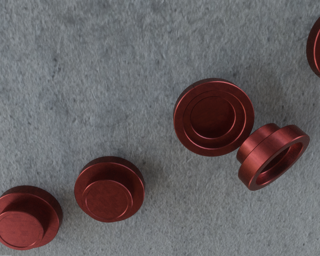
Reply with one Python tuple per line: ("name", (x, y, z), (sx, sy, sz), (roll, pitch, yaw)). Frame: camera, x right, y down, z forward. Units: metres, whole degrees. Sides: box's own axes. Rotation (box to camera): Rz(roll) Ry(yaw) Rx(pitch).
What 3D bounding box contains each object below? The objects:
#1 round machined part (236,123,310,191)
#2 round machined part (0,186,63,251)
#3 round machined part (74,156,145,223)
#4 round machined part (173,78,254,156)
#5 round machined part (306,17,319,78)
("round machined part", (0.138, 0.032, 0.397), (0.099, 0.042, 0.097), (-25, 144, -20))
("round machined part", (-0.196, 0.136, 0.448), (0.099, 0.042, 0.097), (0, 110, -1))
("round machined part", (-0.071, 0.092, 0.434), (0.099, 0.042, 0.097), (0, 110, -1))
("round machined part", (0.066, -0.016, 0.396), (0.099, 0.042, 0.097), (0, 110, -1))
("round machined part", (0.222, -0.100, 0.367), (0.099, 0.042, 0.097), (0, 110, -1))
